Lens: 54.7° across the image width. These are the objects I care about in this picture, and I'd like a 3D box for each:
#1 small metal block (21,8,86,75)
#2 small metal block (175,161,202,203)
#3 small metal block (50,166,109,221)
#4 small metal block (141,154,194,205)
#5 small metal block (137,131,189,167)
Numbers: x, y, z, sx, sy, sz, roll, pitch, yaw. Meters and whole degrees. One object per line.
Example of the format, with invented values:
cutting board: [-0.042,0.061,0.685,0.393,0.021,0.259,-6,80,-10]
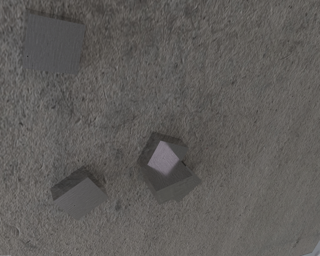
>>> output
small metal block: [-0.104,-0.082,0.299,0.050,0.025,0.050,3,117,-30]
small metal block: [0.028,0.079,0.471,0.050,0.025,0.050,-43,130,1]
small metal block: [-0.104,0.085,0.403,0.050,0.025,0.050,-36,129,-5]
small metal block: [0.010,0.066,0.404,0.050,0.050,0.025,-21,127,-16]
small metal block: [0.004,0.037,0.432,0.050,0.025,0.050,16,110,-35]
